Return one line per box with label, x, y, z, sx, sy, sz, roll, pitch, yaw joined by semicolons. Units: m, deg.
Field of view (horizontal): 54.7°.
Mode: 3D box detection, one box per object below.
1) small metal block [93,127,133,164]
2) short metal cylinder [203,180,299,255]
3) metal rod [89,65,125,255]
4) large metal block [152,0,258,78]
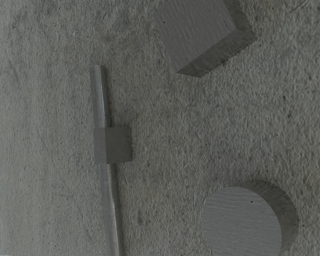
small metal block;-0.066;0.025;0.444;0.025;0.050;0.050;-5;87;40
short metal cylinder;0.091;0.096;0.314;0.080;0.050;0.079;0;90;40
metal rod;-0.081;0.053;0.471;0.025;0.025;0.298;-11;83;39
large metal block;0.048;-0.114;0.349;0.080;0.050;0.080;-32;70;35
